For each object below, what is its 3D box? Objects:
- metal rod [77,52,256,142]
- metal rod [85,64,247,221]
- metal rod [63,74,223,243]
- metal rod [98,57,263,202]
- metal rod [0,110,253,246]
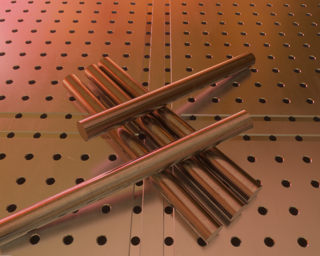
[{"bbox_3d":[0.029,-0.054,0.427,0.302,0.025,0.025,-26,55,-31],"label":"metal rod"},{"bbox_3d":[-0.011,0.002,0.406,0.025,0.025,0.300,-32,57,-24],"label":"metal rod"},{"bbox_3d":[-0.039,0.019,0.390,0.025,0.025,0.300,-32,57,-24],"label":"metal rod"},{"bbox_3d":[0.009,-0.014,0.419,0.025,0.025,0.300,-33,58,-25],"label":"metal rod"},{"bbox_3d":[-0.034,0.050,0.338,0.302,0.025,0.025,-24,54,-9],"label":"metal rod"}]
